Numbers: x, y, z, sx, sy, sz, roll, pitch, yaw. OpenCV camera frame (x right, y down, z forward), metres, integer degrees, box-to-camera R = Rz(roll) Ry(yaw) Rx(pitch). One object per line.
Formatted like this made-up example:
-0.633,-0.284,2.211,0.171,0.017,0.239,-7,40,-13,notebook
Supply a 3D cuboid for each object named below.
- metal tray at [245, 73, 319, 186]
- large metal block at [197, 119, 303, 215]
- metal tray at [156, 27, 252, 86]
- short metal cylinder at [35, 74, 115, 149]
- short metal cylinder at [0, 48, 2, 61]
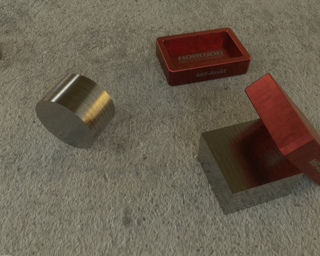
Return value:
0.150,0.006,0.339,0.030,0.130,0.090,-37,47,24,metal tray
0.097,0.041,0.353,0.081,0.050,0.080,-14,52,-11,large metal block
0.067,-0.117,0.498,0.131,0.030,0.090,-11,51,-9,metal tray
-0.103,-0.020,0.383,0.080,0.080,0.050,19,53,15,short metal cylinder
-0.304,-0.130,0.494,0.081,0.050,0.080,0,50,0,short metal cylinder
